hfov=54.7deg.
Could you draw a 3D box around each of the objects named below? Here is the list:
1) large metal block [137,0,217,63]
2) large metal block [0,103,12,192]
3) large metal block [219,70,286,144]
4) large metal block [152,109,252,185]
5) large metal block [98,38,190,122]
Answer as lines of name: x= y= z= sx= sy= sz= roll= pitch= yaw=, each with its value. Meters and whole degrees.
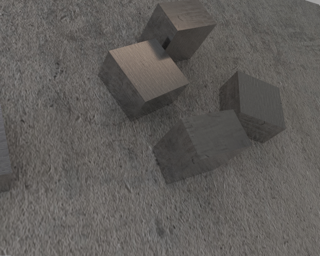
large metal block: x=0.024 y=-0.143 z=0.468 sx=0.081 sy=0.080 sz=0.050 roll=-22 pitch=74 yaw=-36
large metal block: x=-0.184 y=0.019 z=0.277 sx=0.081 sy=0.050 sz=0.080 roll=-7 pitch=65 yaw=-31
large metal block: x=0.141 y=-0.032 z=0.483 sx=0.081 sy=0.050 sz=0.080 roll=18 pitch=55 yaw=-18
large metal block: x=0.049 y=0.023 z=0.380 sx=0.081 sy=0.080 sz=0.050 roll=-11 pitch=67 yaw=-33
large metal block: x=-0.022 y=-0.066 z=0.416 sx=0.081 sy=0.050 sz=0.080 roll=-28 pitch=77 yaw=-37
